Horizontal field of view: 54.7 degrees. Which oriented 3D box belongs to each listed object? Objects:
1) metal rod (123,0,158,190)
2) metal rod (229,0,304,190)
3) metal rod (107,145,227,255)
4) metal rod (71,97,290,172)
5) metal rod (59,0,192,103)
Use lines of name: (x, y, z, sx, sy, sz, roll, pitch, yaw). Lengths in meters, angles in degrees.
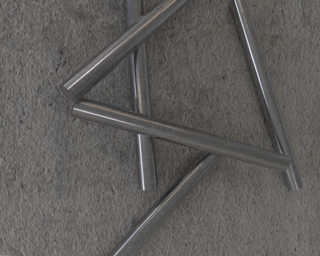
metal rod: (-0.027, -0.071, 0.398, 0.025, 0.025, 0.298, -5, 92, -20)
metal rod: (0.163, -0.047, 0.468, 0.025, 0.025, 0.298, -22, 98, -19)
metal rod: (-0.014, 0.126, 0.403, 0.301, 0.025, 0.025, -45, 104, -14)
metal rod: (0.041, 0.013, 0.396, 0.302, 0.025, 0.025, 15, 85, -19)
metal rod: (-0.003, -0.138, 0.383, 0.025, 0.025, 0.301, 49, 66, -14)
